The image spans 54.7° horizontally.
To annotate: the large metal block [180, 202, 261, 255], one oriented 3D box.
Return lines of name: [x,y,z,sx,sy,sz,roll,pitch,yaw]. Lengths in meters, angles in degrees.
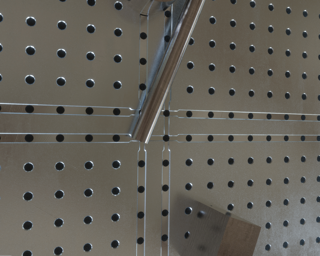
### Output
large metal block: [0.078,0.153,0.414,0.050,0.080,0.080,23,83,-19]

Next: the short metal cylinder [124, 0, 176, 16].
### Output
short metal cylinder: [-0.009,-0.193,0.397,0.081,0.050,0.079,0,90,-20]

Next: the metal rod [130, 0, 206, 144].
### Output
metal rod: [0.029,-0.122,0.410,0.025,0.025,0.299,23,87,-19]
